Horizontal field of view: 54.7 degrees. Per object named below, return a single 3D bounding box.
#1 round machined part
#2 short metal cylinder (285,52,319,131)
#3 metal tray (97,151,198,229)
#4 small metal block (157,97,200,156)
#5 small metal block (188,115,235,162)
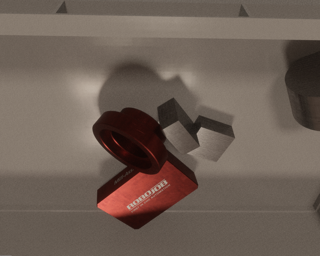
[{"bbox_3d":[-0.032,0.012,0.388,0.098,0.042,0.098,26,152,16],"label":"round machined part"},{"bbox_3d":[0.184,-0.042,0.340,0.080,0.080,0.050,-19,128,15],"label":"short metal cylinder"},{"bbox_3d":[-0.020,0.093,0.470,0.130,0.030,0.090,-39,121,16],"label":"metal tray"},{"bbox_3d":[0.023,-0.002,0.390,0.025,0.050,0.050,-31,124,17],"label":"small metal block"},{"bbox_3d":[0.066,0.015,0.423,0.050,0.025,0.050,17,128,-15],"label":"small metal block"}]
